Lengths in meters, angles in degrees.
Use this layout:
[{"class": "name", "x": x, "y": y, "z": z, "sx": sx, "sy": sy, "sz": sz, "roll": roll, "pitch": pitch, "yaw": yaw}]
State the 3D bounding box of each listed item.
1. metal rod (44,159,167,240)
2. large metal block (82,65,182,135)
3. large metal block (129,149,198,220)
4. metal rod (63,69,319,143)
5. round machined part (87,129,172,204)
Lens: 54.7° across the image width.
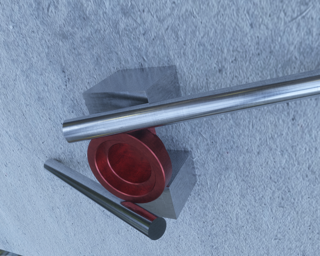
[{"class": "metal rod", "x": -0.099, "y": 0.087, "z": 0.440, "sx": 0.300, "sy": 0.025, "sz": 0.025, "roll": 12, "pitch": 127, "yaw": 49}, {"class": "large metal block", "x": -0.028, "y": -0.035, "z": 0.365, "sx": 0.080, "sy": 0.080, "sz": 0.050, "roll": 1, "pitch": 119, "yaw": 27}, {"class": "large metal block", "x": -0.004, "y": 0.070, "z": 0.417, "sx": 0.080, "sy": 0.080, "sz": 0.050, "roll": 1, "pitch": 119, "yaw": 27}, {"class": "metal rod", "x": 0.053, "y": -0.024, "z": 0.295, "sx": 0.301, "sy": 0.025, "sz": 0.025, "roll": -11, "pitch": 115, "yaw": 8}, {"class": "round machined part", "x": -0.031, "y": 0.036, "z": 0.358, "sx": 0.098, "sy": 0.042, "sz": 0.097, "roll": 13, "pitch": 124, "yaw": 20}]
